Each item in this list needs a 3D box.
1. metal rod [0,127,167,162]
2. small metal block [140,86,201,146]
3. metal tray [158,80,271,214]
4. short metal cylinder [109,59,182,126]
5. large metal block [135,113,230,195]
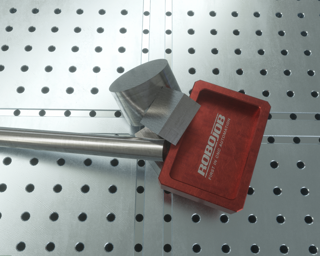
[{"bbox_3d":[-0.141,0.015,0.373,0.301,0.025,0.025,4,70,13],"label":"metal rod"},{"bbox_3d":[0.010,-0.015,0.340,0.025,0.050,0.050,33,90,-30],"label":"small metal block"},{"bbox_3d":[0.062,0.019,0.347,0.090,0.030,0.130,19,71,7],"label":"metal tray"},{"bbox_3d":[-0.017,-0.046,0.393,0.080,0.080,0.050,-33,116,-12],"label":"short metal cylinder"},{"bbox_3d":[0.026,0.024,0.388,0.080,0.050,0.080,-34,74,-12],"label":"large metal block"}]
